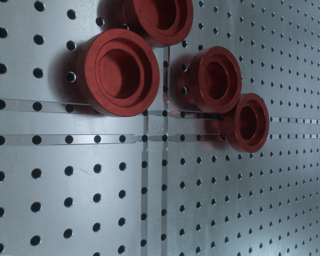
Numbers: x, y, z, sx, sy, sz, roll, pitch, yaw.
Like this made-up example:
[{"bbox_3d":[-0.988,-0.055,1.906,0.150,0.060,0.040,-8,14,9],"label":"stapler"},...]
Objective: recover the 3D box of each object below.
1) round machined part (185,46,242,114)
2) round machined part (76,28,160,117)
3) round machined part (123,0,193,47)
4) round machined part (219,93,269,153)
[{"bbox_3d":[0.076,-0.070,0.464,0.099,0.042,0.097,0,90,-40],"label":"round machined part"},{"bbox_3d":[-0.051,-0.061,0.357,0.099,0.042,0.097,0,90,-40],"label":"round machined part"},{"bbox_3d":[-0.006,-0.151,0.394,0.099,0.042,0.097,0,90,-40],"label":"round machined part"},{"bbox_3d":[0.137,-0.008,0.516,0.099,0.042,0.097,0,90,-40],"label":"round machined part"}]
